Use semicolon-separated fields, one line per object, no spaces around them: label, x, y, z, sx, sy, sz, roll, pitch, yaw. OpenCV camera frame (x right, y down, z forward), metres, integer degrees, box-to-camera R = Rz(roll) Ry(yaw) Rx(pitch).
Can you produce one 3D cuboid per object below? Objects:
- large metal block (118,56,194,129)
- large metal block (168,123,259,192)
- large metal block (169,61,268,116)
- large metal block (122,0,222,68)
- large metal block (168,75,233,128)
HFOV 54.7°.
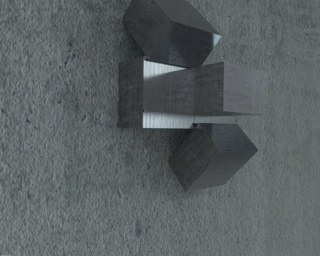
large metal block;-0.004;-0.040;0.386;0.081;0.050;0.079;1;90;-40
large metal block;0.072;0.039;0.425;0.081;0.080;0.050;1;46;-41
large metal block;0.068;-0.041;0.365;0.081;0.080;0.050;2;89;-40
large metal block;0.013;-0.121;0.375;0.081;0.050;0.080;1;46;-40
large metal block;0.058;-0.039;0.439;0.081;0.050;0.079;1;90;-40
